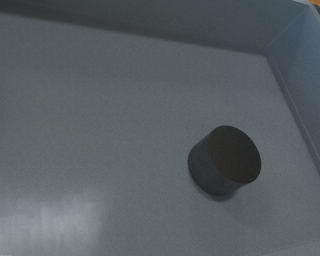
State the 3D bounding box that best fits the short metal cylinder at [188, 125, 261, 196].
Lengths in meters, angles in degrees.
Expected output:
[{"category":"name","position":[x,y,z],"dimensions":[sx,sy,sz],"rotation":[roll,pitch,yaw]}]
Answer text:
[{"category":"short metal cylinder","position":[0.084,0.043,0.408],"dimensions":[0.081,0.050,0.080],"rotation":[13,56,-21]}]
